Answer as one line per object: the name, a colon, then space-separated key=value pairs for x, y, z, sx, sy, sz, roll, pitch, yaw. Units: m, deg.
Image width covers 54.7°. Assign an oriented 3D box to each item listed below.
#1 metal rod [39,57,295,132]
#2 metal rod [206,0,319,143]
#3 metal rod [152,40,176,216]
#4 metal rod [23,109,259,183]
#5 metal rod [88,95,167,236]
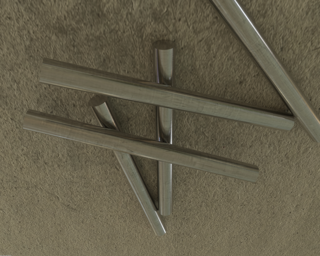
metal rod: x=0.026 y=-0.032 z=0.350 sx=0.302 sy=0.025 sz=0.025 roll=10 pitch=130 yaw=-20
metal rod: x=0.117 y=-0.077 z=0.342 sx=0.025 sy=0.025 sz=0.300 roll=-34 pitch=123 yaw=25
metal rod: x=0.007 y=0.024 z=0.427 sx=0.025 sy=0.025 sz=0.298 roll=-1 pitch=130 yaw=0
metal rod: x=-0.013 y=0.026 z=0.394 sx=0.302 sy=0.025 sz=0.025 roll=14 pitch=129 yaw=-13
metal rod: x=-0.038 y=0.076 z=0.471 sx=0.025 sy=0.025 sz=0.299 roll=-11 pitch=130 yaw=9
